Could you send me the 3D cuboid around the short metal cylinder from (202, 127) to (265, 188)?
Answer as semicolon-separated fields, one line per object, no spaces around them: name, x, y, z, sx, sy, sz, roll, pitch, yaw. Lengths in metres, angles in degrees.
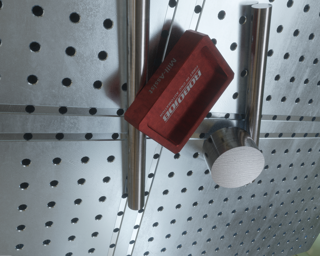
short metal cylinder;0.110;0.045;0.472;0.081;0.050;0.079;-5;124;-7

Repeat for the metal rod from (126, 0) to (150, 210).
metal rod;-0.029;-0.014;0.388;0.025;0.025;0.298;-11;123;-23

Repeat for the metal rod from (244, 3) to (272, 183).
metal rod;0.143;-0.031;0.472;0.025;0.025;0.298;-20;126;-17

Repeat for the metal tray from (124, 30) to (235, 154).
metal tray;0.028;-0.040;0.379;0.130;0.030;0.090;-54;138;-1
